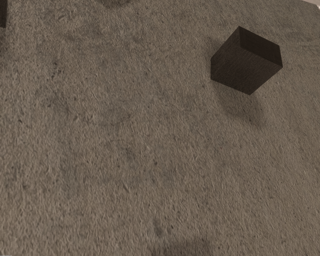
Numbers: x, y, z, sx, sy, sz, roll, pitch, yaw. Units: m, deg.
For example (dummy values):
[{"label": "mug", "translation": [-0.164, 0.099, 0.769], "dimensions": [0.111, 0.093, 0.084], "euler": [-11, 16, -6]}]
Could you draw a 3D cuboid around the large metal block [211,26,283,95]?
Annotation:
[{"label": "large metal block", "translation": [0.140, -0.108, 0.513], "dimensions": [0.081, 0.080, 0.050], "euler": [19, 55, -18]}]

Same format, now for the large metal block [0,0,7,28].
[{"label": "large metal block", "translation": [-0.219, -0.169, 0.354], "dimensions": [0.081, 0.080, 0.050], "euler": [4, 60, -27]}]
